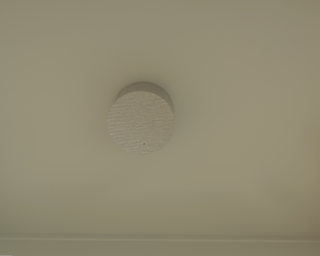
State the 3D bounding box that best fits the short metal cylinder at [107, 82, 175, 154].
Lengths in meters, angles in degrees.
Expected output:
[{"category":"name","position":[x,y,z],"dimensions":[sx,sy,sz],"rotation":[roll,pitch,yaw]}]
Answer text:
[{"category":"short metal cylinder","position":[-0.022,-0.013,0.390],"dimensions":[0.080,0.050,0.079],"rotation":[0,110,0]}]
